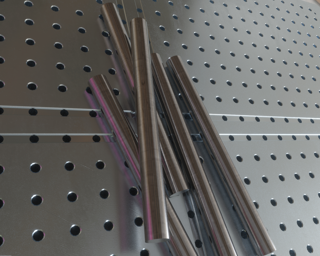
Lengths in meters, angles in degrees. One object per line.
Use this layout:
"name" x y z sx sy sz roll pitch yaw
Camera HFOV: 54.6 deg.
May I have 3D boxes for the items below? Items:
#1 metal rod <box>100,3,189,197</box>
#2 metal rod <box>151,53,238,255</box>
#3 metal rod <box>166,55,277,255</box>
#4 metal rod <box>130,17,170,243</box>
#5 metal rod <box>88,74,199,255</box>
"metal rod" -0.028 -0.052 0.424 0.025 0.025 0.299 -8 66 -32
"metal rod" 0.034 0.027 0.409 0.025 0.025 0.299 -6 65 -31
"metal rod" 0.077 0.025 0.433 0.025 0.025 0.299 -11 67 -33
"metal rod" -0.017 -0.020 0.376 0.025 0.025 0.299 8 58 -24
"metal rod" -0.013 0.065 0.361 0.025 0.025 0.299 -18 71 -35
